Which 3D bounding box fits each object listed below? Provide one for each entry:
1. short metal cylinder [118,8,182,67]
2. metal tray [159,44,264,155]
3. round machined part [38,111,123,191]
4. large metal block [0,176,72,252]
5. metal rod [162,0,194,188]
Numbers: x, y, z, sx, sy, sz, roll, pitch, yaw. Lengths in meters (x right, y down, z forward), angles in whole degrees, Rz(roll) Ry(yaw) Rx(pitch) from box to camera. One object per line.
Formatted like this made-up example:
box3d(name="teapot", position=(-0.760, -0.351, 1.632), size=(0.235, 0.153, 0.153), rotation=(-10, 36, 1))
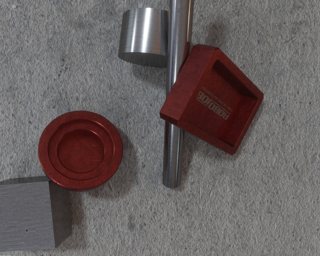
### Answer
box3d(name="short metal cylinder", position=(-0.009, -0.108, 0.382), size=(0.081, 0.080, 0.050), rotation=(7, 90, -1))
box3d(name="metal tray", position=(0.067, -0.028, 0.366), size=(0.030, 0.131, 0.090), rotation=(27, 90, 44))
box3d(name="round machined part", position=(-0.099, 0.031, 0.388), size=(0.099, 0.042, 0.098), rotation=(6, 70, -16))
box3d(name="large metal block", position=(-0.163, 0.105, 0.391), size=(0.080, 0.050, 0.079), rotation=(-6, 90, 6))
box3d(name="metal rod", position=(0.020, -0.062, 0.348), size=(0.025, 0.025, 0.298), rotation=(2, 115, 0))
